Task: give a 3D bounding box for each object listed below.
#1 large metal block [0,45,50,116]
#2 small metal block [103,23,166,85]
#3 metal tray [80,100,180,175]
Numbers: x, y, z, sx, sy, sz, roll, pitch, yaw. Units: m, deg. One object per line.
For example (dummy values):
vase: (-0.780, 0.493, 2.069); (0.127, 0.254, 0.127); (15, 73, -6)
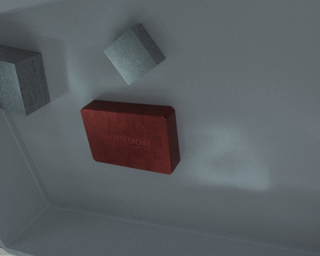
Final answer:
large metal block: (-0.219, -0.072, 0.460); (0.080, 0.050, 0.079); (15, 124, 19)
small metal block: (-0.030, -0.087, 0.369); (0.050, 0.025, 0.050); (-28, 103, 37)
metal tray: (-0.041, 0.011, 0.433); (0.130, 0.030, 0.089); (7, 122, 24)
